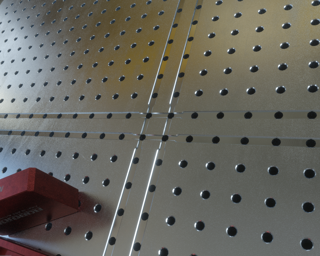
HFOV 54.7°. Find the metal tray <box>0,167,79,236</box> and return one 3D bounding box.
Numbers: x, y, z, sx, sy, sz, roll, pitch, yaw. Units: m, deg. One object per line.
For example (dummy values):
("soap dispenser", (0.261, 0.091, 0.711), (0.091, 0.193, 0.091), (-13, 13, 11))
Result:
("metal tray", (-0.184, 0.099, 0.399), (0.130, 0.090, 0.030), (-21, 54, 15))

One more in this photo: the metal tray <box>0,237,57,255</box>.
("metal tray", (-0.186, 0.192, 0.382), (0.130, 0.030, 0.090), (4, 63, 29))
